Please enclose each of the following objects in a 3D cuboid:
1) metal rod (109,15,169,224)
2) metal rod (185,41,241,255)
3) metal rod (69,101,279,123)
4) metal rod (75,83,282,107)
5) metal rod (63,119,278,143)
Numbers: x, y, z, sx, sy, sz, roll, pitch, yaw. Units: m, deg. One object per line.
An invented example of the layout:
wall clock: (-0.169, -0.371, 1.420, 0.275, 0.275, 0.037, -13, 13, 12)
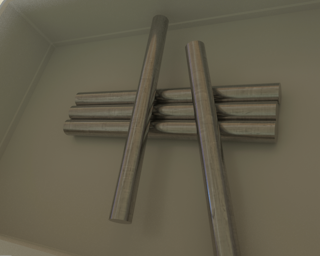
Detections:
metal rod: (-0.021, -0.031, 0.400, 0.025, 0.025, 0.299, -5, 59, 25)
metal rod: (0.055, 0.031, 0.329, 0.025, 0.025, 0.299, -15, 62, 20)
metal rod: (-0.002, -0.020, 0.416, 0.300, 0.025, 0.025, 1, 62, 28)
metal rod: (0.005, -0.042, 0.426, 0.300, 0.025, 0.025, 1, 62, 28)
metal rod: (-0.007, 0.002, 0.405, 0.300, 0.025, 0.025, 1, 62, 28)
